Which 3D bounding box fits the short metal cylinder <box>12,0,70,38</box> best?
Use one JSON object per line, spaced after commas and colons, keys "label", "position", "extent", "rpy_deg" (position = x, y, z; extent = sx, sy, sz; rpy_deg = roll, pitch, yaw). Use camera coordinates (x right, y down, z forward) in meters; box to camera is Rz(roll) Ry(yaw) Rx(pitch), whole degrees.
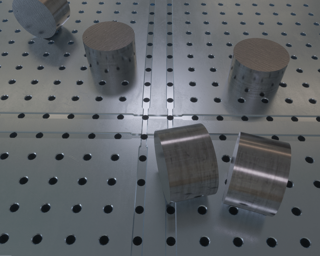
{"label": "short metal cylinder", "position": [-0.207, -0.206, 0.544], "extent": [0.080, 0.080, 0.050], "rpy_deg": [13, 52, 11]}

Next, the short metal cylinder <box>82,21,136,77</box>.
{"label": "short metal cylinder", "position": [-0.079, -0.128, 0.498], "extent": [0.081, 0.050, 0.080], "rpy_deg": [0, 50, 0]}

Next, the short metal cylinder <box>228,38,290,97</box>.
{"label": "short metal cylinder", "position": [0.147, -0.092, 0.470], "extent": [0.081, 0.050, 0.080], "rpy_deg": [0, 50, 0]}

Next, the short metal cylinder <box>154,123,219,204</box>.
{"label": "short metal cylinder", "position": [0.026, 0.038, 0.340], "extent": [0.050, 0.080, 0.080], "rpy_deg": [-10, 51, -8]}

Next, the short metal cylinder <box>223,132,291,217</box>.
{"label": "short metal cylinder", "position": [0.102, 0.048, 0.332], "extent": [0.050, 0.080, 0.080], "rpy_deg": [14, 51, 11]}
